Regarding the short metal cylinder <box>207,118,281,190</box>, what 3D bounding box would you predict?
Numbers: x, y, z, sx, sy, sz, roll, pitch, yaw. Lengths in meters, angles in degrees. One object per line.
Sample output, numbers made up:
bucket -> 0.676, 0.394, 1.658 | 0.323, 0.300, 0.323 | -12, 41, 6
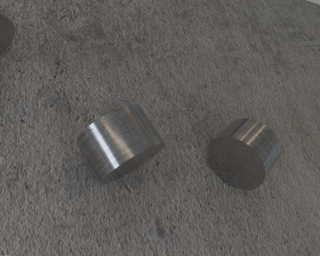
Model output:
short metal cylinder -> 0.110, 0.034, 0.407 | 0.080, 0.080, 0.050 | 48, 51, 5

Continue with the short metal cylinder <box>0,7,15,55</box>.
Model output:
short metal cylinder -> -0.205, -0.108, 0.324 | 0.081, 0.080, 0.050 | -34, 81, -38

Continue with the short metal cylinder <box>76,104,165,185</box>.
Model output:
short metal cylinder -> -0.042, 0.018, 0.335 | 0.081, 0.080, 0.050 | -25, 75, -37
